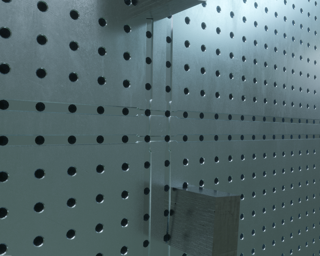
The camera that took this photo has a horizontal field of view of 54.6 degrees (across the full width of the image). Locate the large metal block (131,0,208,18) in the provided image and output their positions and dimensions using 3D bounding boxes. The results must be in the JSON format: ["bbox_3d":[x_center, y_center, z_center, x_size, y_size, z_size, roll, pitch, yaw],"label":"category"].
[{"bbox_3d":[0.006,-0.185,0.376,0.050,0.080,0.080,-15,100,-39],"label":"large metal block"}]

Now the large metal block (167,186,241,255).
[{"bbox_3d":[0.058,0.126,0.421,0.050,0.080,0.080,7,85,-40],"label":"large metal block"}]
